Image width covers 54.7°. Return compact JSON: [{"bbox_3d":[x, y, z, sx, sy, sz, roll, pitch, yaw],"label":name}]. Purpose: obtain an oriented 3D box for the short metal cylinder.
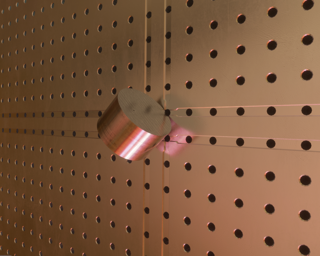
[{"bbox_3d":[-0.033,-0.005,0.398,0.050,0.081,0.080,-48,62,29],"label":"short metal cylinder"}]
